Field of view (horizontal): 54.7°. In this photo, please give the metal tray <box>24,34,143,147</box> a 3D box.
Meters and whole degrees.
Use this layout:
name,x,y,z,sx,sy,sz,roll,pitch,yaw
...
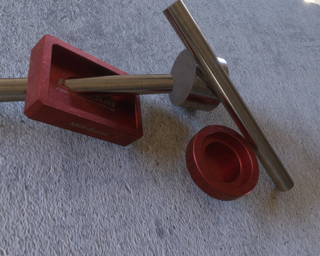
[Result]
name,x,y,z,sx,sy,sz,roll,pitch,yaw
metal tray,-0.080,-0.038,0.352,0.131,0.030,0.090,21,51,-41

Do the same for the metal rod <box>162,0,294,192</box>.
name,x,y,z,sx,sy,sz,roll,pitch,yaw
metal rod,0.099,-0.028,0.404,0.300,0.025,0.025,53,48,-20

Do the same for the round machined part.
name,x,y,z,sx,sy,sz,roll,pitch,yaw
round machined part,0.076,0.048,0.405,0.099,0.042,0.098,13,56,-21

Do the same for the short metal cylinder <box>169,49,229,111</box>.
name,x,y,z,sx,sy,sz,roll,pitch,yaw
short metal cylinder,0.052,-0.066,0.437,0.050,0.080,0.080,9,58,-23

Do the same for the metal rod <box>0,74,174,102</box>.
name,x,y,z,sx,sy,sz,roll,pitch,yaw
metal rod,-0.126,-0.043,0.339,0.303,0.025,0.025,-6,65,-23
